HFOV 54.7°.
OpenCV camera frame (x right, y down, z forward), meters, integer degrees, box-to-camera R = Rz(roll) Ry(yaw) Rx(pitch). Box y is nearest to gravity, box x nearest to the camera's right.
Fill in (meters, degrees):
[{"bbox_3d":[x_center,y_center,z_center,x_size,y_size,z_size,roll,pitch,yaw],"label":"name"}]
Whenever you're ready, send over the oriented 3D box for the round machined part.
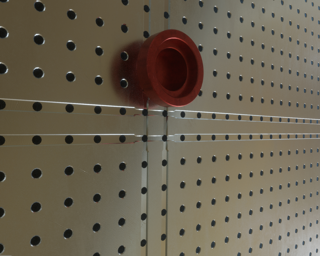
[{"bbox_3d":[0.009,-0.076,0.407,0.099,0.042,0.097,0,90,-40],"label":"round machined part"}]
